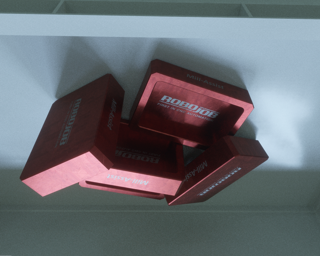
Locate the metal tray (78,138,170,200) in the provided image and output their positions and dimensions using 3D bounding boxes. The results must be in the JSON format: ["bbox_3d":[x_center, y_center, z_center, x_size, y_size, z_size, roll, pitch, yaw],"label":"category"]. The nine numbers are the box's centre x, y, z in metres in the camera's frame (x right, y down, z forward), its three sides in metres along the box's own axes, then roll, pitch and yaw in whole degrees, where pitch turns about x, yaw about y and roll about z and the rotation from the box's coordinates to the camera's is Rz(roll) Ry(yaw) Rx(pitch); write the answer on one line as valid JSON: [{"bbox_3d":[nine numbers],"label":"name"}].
[{"bbox_3d":[-0.045,0.057,0.449,0.131,0.030,0.089,12,129,-11],"label":"metal tray"}]

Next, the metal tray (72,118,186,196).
[{"bbox_3d":[-0.037,0.030,0.388,0.131,0.090,0.030,12,129,-11],"label":"metal tray"}]

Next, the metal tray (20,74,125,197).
[{"bbox_3d":[-0.089,0.002,0.337,0.090,0.130,0.030,-23,127,19],"label":"metal tray"}]

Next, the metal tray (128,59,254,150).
[{"bbox_3d":[0.036,-0.022,0.385,0.131,0.030,0.089,16,128,-14],"label":"metal tray"}]

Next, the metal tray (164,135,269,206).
[{"bbox_3d":[0.075,0.062,0.432,0.091,0.030,0.129,9,137,-46],"label":"metal tray"}]
